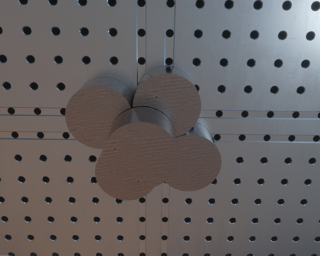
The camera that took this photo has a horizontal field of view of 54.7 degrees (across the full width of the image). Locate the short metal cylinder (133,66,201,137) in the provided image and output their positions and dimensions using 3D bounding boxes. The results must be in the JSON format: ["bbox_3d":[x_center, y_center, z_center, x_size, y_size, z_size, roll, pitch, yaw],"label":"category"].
[{"bbox_3d":[0.008,-0.033,0.387,0.081,0.050,0.079,0,110,-1],"label":"short metal cylinder"}]

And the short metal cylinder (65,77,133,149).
[{"bbox_3d":[-0.072,-0.020,0.391,0.081,0.050,0.079,0,110,-1],"label":"short metal cylinder"}]

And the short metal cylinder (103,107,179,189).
[{"bbox_3d":[-0.020,0.022,0.352,0.081,0.050,0.079,-1,112,-1],"label":"short metal cylinder"}]

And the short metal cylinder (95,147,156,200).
[{"bbox_3d":[-0.042,0.049,0.417,0.081,0.050,0.079,0,110,-1],"label":"short metal cylinder"}]

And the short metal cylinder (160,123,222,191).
[{"bbox_3d":[0.037,0.037,0.413,0.081,0.050,0.079,0,110,-1],"label":"short metal cylinder"}]
